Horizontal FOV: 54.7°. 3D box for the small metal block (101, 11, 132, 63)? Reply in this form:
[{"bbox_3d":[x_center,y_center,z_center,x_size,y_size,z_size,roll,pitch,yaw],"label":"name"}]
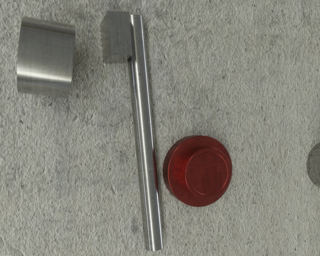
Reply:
[{"bbox_3d":[-0.054,-0.108,0.376,0.025,0.050,0.050,-5,92,-20],"label":"small metal block"}]

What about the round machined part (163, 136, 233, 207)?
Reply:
[{"bbox_3d":[0.057,0.059,0.421,0.099,0.042,0.097,0,90,-20],"label":"round machined part"}]

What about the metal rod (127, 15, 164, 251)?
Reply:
[{"bbox_3d":[-0.021,0.008,0.401,0.025,0.025,0.298,-6,92,-20],"label":"metal rod"}]

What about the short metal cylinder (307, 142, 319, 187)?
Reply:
[{"bbox_3d":[0.289,0.063,0.502,0.081,0.050,0.079,0,90,-20],"label":"short metal cylinder"}]

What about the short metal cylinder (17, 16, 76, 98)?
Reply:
[{"bbox_3d":[-0.122,-0.075,0.335,0.050,0.080,0.080,5,89,-20],"label":"short metal cylinder"}]
